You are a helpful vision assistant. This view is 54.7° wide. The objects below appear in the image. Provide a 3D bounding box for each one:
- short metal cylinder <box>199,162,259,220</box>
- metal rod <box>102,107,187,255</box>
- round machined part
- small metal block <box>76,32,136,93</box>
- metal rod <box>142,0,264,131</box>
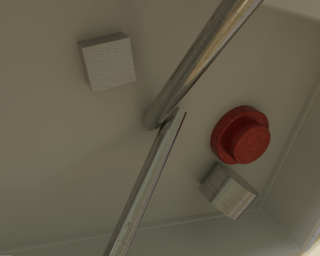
[{"bbox_3d":[0.110,0.100,0.498,0.080,0.080,0.050,29,102,-38],"label":"short metal cylinder"},{"bbox_3d":[-0.035,0.109,0.374,0.025,0.025,0.299,36,71,-39],"label":"metal rod"},{"bbox_3d":[0.132,0.017,0.483,0.099,0.042,0.097,-14,125,-21],"label":"round machined part"},{"bbox_3d":[-0.057,-0.071,0.335,0.050,0.025,0.050,-19,126,-18],"label":"small metal block"},{"bbox_3d":[0.041,-0.070,0.278,0.025,0.025,0.298,-7,158,-26],"label":"metal rod"}]
